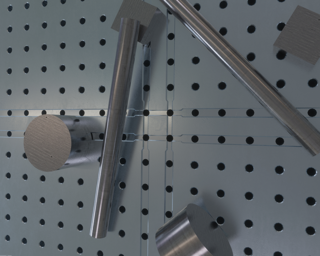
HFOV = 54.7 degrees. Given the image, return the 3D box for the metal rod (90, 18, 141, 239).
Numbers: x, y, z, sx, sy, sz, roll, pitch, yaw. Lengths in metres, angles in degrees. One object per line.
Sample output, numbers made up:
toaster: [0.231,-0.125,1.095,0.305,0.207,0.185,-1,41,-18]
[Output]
metal rod: [-0.063,0.007,0.420,0.025,0.025,0.298,13,100,19]

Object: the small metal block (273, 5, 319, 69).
small metal block: [0.166,-0.103,0.354,0.050,0.025,0.050,33,101,17]

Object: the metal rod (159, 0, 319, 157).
metal rod: [0.086,-0.087,0.382,0.025,0.025,0.300,-44,77,15]

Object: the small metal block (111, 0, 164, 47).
small metal block: [-0.031,-0.146,0.424,0.050,0.025,0.050,30,100,17]

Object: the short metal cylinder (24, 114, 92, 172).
short metal cylinder: [-0.148,0.021,0.451,0.080,0.050,0.079,0,90,20]

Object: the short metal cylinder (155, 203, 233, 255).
short metal cylinder: [0.041,0.138,0.369,0.050,0.080,0.080,-43,77,15]
